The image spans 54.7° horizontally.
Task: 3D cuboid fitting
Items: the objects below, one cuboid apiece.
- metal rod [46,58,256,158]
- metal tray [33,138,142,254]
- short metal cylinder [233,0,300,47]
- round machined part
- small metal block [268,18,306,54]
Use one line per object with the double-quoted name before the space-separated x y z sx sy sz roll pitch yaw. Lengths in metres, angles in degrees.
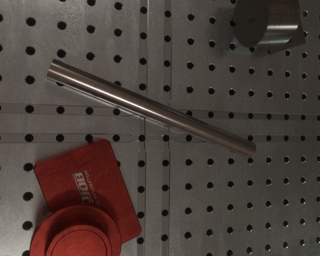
"metal rod" 0.003 -0.019 0.414 0.302 0.025 0.025 21 83 -19
"metal tray" -0.086 0.087 0.379 0.091 0.030 0.129 -21 97 -19
"short metal cylinder" 0.148 -0.156 0.440 0.050 0.080 0.079 -8 93 -20
"round machined part" -0.090 0.133 0.339 0.099 0.042 0.097 0 90 -20
"small metal block" 0.188 -0.144 0.470 0.025 0.050 0.050 -19 97 -19
